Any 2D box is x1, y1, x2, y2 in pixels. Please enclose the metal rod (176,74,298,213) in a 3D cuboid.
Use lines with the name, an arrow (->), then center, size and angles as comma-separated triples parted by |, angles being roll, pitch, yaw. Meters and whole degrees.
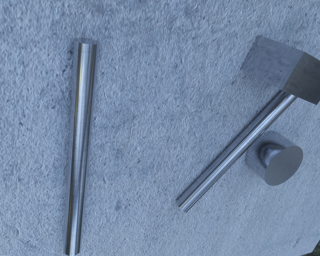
metal rod -> 0.136, 0.019, 0.493 | 0.300, 0.025, 0.025 | -47, 129, 5

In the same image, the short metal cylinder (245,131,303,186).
short metal cylinder -> 0.194, 0.051, 0.529 | 0.081, 0.050, 0.079 | -14, 124, -21

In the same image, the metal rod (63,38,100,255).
metal rod -> -0.100, 0.043, 0.378 | 0.025, 0.025, 0.298 | -3, 120, -27

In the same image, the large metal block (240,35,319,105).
large metal block -> 0.172, -0.078, 0.417 | 0.081, 0.080, 0.050 | 13, 112, -34
